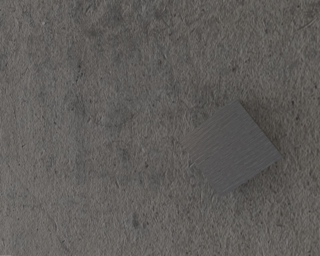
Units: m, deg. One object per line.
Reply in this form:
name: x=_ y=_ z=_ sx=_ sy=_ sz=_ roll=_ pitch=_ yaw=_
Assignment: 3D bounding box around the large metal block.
large metal block: x=0.084 y=0.022 z=0.366 sx=0.080 sy=0.050 sz=0.080 roll=-39 pitch=78 yaw=16
